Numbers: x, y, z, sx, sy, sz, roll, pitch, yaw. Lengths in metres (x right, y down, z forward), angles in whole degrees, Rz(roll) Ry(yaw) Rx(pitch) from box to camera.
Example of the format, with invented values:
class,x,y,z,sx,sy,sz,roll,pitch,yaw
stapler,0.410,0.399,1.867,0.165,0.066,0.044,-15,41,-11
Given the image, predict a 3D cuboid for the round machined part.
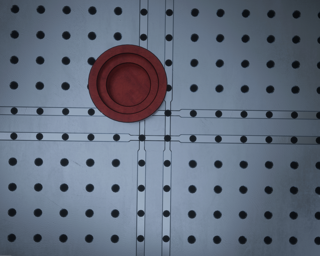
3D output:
class,x,y,z,sx,sy,sz,roll,pitch,yaw
round machined part,-0.040,-0.055,0.404,0.099,0.042,0.097,0,90,-1
